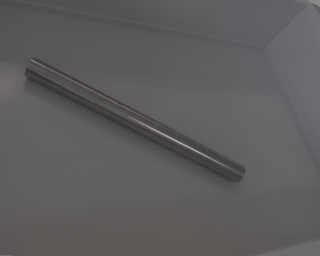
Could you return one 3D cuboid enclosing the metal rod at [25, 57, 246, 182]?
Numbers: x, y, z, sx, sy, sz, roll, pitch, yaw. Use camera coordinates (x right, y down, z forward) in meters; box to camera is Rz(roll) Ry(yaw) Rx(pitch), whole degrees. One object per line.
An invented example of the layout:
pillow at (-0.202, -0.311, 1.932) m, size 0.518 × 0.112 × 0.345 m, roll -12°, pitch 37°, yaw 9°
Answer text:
metal rod at (-0.022, -0.005, 0.396) m, size 0.301 × 0.025 × 0.025 m, roll 27°, pitch 52°, yaw -11°
